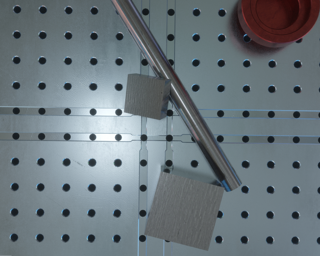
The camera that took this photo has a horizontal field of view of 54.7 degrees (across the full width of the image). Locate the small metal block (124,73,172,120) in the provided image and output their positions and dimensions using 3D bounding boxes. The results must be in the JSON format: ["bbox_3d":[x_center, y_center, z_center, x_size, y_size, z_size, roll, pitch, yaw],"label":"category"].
[{"bbox_3d":[-0.016,-0.041,0.400,0.050,0.025,0.050,13,106,17],"label":"small metal block"}]

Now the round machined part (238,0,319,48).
[{"bbox_3d":[0.151,-0.154,0.406,0.099,0.042,0.097,0,90,0],"label":"round machined part"}]

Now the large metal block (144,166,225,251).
[{"bbox_3d":[0.030,0.101,0.401,0.080,0.050,0.080,15,90,0],"label":"large metal block"}]

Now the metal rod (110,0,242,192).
[{"bbox_3d":[0.021,-0.050,0.413,0.025,0.025,0.299,-31,90,0],"label":"metal rod"}]
